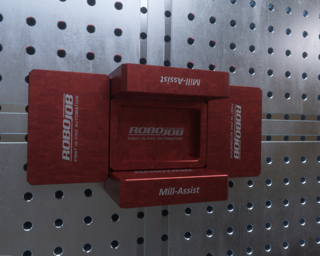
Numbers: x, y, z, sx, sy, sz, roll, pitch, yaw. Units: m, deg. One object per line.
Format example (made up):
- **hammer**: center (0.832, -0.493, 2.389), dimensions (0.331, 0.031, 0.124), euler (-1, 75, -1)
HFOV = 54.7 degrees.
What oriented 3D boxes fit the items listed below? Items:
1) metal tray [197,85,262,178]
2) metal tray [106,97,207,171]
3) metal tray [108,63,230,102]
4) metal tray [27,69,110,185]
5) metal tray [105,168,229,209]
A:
- **metal tray**: center (0.101, 0.005, 0.447), dimensions (0.091, 0.030, 0.129), euler (1, 90, -21)
- **metal tray**: center (-0.003, 0.008, 0.407), dimensions (0.131, 0.030, 0.089), euler (1, 90, -21)
- **metal tray**: center (0.007, -0.052, 0.382), dimensions (0.131, 0.090, 0.030), euler (1, 90, -20)
- **metal tray**: center (-0.108, -0.001, 0.370), dimensions (0.091, 0.030, 0.129), euler (1, 90, -21)
- **metal tray**: center (0.006, 0.068, 0.380), dimensions (0.131, 0.090, 0.030), euler (1, 90, -20)
